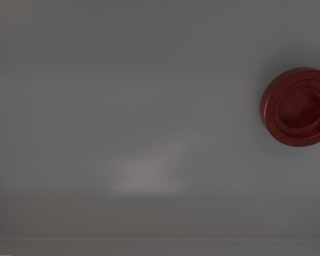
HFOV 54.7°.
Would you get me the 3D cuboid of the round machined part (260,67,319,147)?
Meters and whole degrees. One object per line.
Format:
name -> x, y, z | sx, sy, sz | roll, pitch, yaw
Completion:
round machined part -> 0.176, -0.029, 0.393 | 0.099, 0.042, 0.097 | 0, 110, 0
